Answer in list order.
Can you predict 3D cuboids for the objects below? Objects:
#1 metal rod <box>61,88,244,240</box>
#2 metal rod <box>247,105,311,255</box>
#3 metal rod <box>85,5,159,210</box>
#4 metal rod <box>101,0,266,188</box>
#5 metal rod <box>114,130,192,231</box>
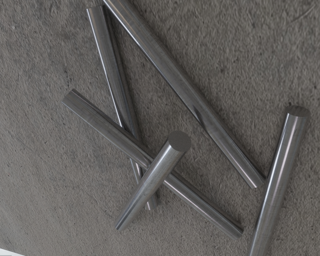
[{"bbox_3d":[-0.004,0.054,0.418,0.300,0.025,0.025,40,130,-9],"label":"metal rod"},{"bbox_3d":[0.140,0.109,0.399,0.025,0.025,0.298,14,124,20],"label":"metal rod"},{"bbox_3d":[-0.044,-0.010,0.423,0.025,0.025,0.298,2,119,27],"label":"metal rod"},{"bbox_3d":[0.027,-0.049,0.362,0.025,0.025,0.300,-33,101,38],"label":"metal rod"},{"bbox_3d":[-0.024,0.092,0.431,0.025,0.025,0.298,35,143,4],"label":"metal rod"}]
